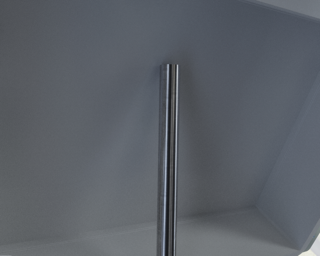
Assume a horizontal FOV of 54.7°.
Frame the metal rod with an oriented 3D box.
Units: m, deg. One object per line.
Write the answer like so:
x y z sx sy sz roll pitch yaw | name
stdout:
0.010 0.073 0.384 0.025 0.025 0.298 -1 95 -28 | metal rod
